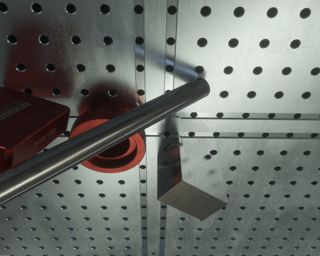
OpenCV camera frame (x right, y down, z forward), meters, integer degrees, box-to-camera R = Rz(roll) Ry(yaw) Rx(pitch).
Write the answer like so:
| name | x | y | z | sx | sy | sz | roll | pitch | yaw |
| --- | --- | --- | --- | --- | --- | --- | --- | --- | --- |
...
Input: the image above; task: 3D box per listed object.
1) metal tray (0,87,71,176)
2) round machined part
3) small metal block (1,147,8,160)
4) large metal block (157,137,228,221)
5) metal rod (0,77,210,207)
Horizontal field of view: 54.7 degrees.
| name | x | y | z | sx | sy | sz | roll | pitch | yaw |
| --- | --- | --- | --- | --- | --- | --- | --- | --- | --- |
| metal tray | -0.163 | -0.004 | 0.324 | 0.090 | 0.130 | 0.030 | 17 | 111 | 1 |
| round machined part | -0.068 | 0.012 | 0.410 | 0.099 | 0.042 | 0.097 | -1 | 130 | 0 |
| small metal block | -0.233 | 0.028 | 0.415 | 0.025 | 0.050 | 0.050 | -7 | 130 | 5 |
| large metal block | 0.043 | 0.071 | 0.437 | 0.080 | 0.080 | 0.050 | 30 | 124 | -24 |
| metal rod | -0.063 | 0.013 | 0.298 | 0.302 | 0.025 | 0.025 | -29 | 139 | -31 |
